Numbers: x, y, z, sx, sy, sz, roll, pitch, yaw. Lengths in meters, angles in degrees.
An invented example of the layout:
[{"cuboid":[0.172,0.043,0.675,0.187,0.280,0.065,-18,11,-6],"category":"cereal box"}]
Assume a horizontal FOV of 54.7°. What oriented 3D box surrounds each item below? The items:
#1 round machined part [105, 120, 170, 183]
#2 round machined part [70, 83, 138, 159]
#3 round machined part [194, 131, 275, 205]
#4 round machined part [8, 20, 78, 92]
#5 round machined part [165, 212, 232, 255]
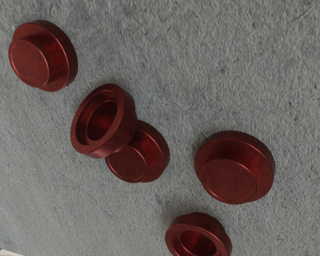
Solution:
[{"cuboid":[-0.039,0.039,0.441,0.098,0.042,0.097,13,124,21],"category":"round machined part"},{"cuboid":[-0.068,-0.006,0.405,0.098,0.098,0.042,-16,147,34],"category":"round machined part"},{"cuboid":[0.089,0.055,0.383,0.098,0.042,0.097,13,124,21],"category":"round machined part"},{"cuboid":[-0.166,-0.094,0.425,0.098,0.042,0.097,13,124,21],"category":"round machined part"},{"cuboid":[0.060,0.167,0.467,0.098,0.042,0.097,13,124,21],"category":"round machined part"}]
